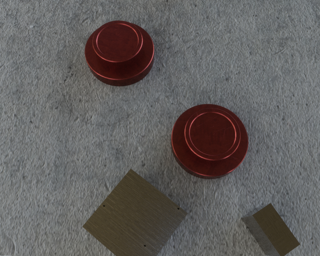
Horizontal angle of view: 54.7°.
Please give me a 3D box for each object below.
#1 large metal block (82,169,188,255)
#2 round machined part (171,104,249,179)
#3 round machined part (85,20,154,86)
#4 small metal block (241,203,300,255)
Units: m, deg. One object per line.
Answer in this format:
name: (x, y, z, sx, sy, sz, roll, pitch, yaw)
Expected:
large metal block: (-0.026, 0.107, 0.355, 0.080, 0.050, 0.080, 36, 74, 12)
round machined part: (0.064, 0.013, 0.395, 0.099, 0.042, 0.098, 0, 70, -1)
round machined part: (-0.058, -0.112, 0.439, 0.099, 0.042, 0.098, 0, 70, -1)
small metal block: (0.124, 0.117, 0.354, 0.025, 0.050, 0.050, -30, 73, -10)
